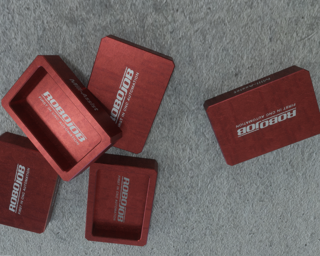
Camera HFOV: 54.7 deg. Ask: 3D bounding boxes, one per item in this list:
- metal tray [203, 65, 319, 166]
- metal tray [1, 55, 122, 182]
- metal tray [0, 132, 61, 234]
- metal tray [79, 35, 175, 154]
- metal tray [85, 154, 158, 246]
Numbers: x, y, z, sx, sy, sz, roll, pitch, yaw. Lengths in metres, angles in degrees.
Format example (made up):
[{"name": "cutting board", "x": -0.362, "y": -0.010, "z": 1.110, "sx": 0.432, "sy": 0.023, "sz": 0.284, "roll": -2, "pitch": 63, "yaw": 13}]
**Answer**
[{"name": "metal tray", "x": 0.133, "y": -0.015, "z": 0.403, "sx": 0.130, "sy": 0.030, "sz": 0.090, "roll": -22, "pitch": 109, "yaw": 7}, {"name": "metal tray", "x": -0.119, "y": -0.012, "z": 0.374, "sx": 0.090, "sy": 0.030, "sz": 0.130, "roll": -41, "pitch": 88, "yaw": 22}, {"name": "metal tray", "x": -0.191, "y": 0.079, "z": 0.434, "sx": 0.091, "sy": 0.030, "sz": 0.129, "roll": 17, "pitch": 109, "yaw": -7}, {"name": "metal tray", "x": -0.045, "y": -0.040, "z": 0.392, "sx": 0.091, "sy": 0.030, "sz": 0.129, "roll": 19, "pitch": 109, "yaw": -7}, {"name": "metal tray", "x": -0.056, "y": 0.104, "z": 0.444, "sx": 0.091, "sy": 0.030, "sz": 0.129, "roll": 7, "pitch": 110, "yaw": -3}]
